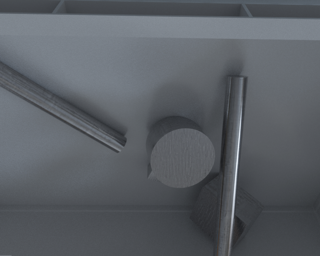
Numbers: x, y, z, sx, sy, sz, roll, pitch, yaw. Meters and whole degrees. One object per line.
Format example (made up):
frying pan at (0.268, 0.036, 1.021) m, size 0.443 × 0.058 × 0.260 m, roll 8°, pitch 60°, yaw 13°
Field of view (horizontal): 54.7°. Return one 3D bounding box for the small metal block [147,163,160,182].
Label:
small metal block at (0.014, 0.057, 0.458) m, size 0.050 × 0.025 × 0.050 m, roll 17°, pitch 128°, yaw -15°

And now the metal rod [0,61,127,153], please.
metal rod at (-0.167, -0.051, 0.362) m, size 0.301 × 0.025 × 0.025 m, roll 33°, pitch 122°, yaw -26°

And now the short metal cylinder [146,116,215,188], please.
short metal cylinder at (0.025, 0.030, 0.401) m, size 0.081 × 0.050 × 0.079 m, roll -3°, pitch 109°, yaw -9°

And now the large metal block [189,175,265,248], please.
large metal block at (0.101, 0.130, 0.478) m, size 0.050 × 0.080 × 0.079 m, roll -27°, pitch 144°, yaw -39°

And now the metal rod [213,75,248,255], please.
metal rod at (0.088, 0.083, 0.403) m, size 0.025 × 0.025 × 0.298 m, roll 1°, pitch 106°, yaw -1°
